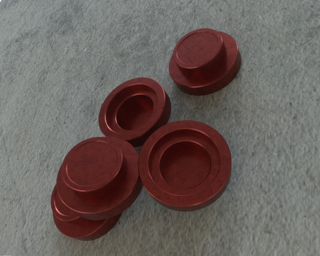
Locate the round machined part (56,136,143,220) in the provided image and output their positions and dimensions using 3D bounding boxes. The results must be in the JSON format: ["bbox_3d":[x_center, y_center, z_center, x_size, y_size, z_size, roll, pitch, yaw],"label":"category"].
[{"bbox_3d":[-0.070,0.049,0.348,0.098,0.042,0.098,-6,52,8],"label":"round machined part"}]

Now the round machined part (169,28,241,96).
[{"bbox_3d":[0.057,-0.096,0.421,0.098,0.042,0.098,-13,56,20],"label":"round machined part"}]

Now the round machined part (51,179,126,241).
[{"bbox_3d":[-0.096,0.087,0.388,0.098,0.042,0.098,-13,56,21],"label":"round machined part"}]

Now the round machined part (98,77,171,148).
[{"bbox_3d":[-0.030,-0.017,0.417,0.098,0.042,0.098,-13,56,20],"label":"round machined part"}]

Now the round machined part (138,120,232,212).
[{"bbox_3d":[0.029,0.043,0.342,0.098,0.042,0.098,-5,60,9],"label":"round machined part"}]
